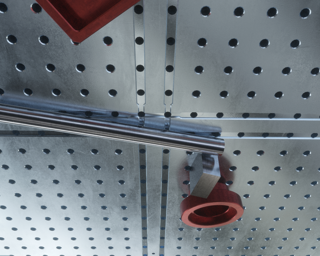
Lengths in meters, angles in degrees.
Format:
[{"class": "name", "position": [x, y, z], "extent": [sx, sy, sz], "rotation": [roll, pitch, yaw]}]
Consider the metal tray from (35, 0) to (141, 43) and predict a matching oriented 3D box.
[{"class": "metal tray", "position": [-0.084, -0.153, 0.276], "extent": [0.090, 0.030, 0.130], "rotation": [-28, 125, 21]}]

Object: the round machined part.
[{"class": "round machined part", "position": [0.081, 0.121, 0.498], "extent": [0.099, 0.042, 0.097], "rotation": [-3, 140, -2]}]

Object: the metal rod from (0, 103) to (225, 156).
[{"class": "metal rod", "position": [-0.061, 0.003, 0.413], "extent": [0.302, 0.025, 0.025], "rotation": [9, 130, -9]}]

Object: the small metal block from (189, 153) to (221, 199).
[{"class": "small metal block", "position": [0.064, 0.065, 0.451], "extent": [0.025, 0.050, 0.050], "rotation": [15, 128, -9]}]
